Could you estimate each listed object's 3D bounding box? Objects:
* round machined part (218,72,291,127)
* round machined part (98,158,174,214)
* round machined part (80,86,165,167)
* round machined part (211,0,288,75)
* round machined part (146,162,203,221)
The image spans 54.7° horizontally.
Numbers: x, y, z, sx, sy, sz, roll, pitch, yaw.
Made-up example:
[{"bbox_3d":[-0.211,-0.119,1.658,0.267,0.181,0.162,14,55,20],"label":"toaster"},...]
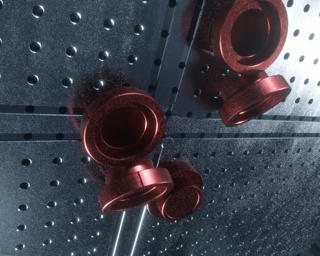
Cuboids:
[{"bbox_3d":[0.123,-0.044,0.423,0.099,0.042,0.098,-24,163,-8],"label":"round machined part"},{"bbox_3d":[-0.034,0.074,0.411,0.099,0.042,0.098,-19,156,-9],"label":"round machined part"},{"bbox_3d":[-0.047,-0.005,0.373,0.099,0.042,0.097,-14,124,-21],"label":"round machined part"},{"bbox_3d":[0.104,-0.118,0.381,0.099,0.042,0.097,-10,116,-21],"label":"round machined part"},{"bbox_3d":[0.026,0.105,0.481,0.099,0.042,0.097,-14,125,-21],"label":"round machined part"}]
